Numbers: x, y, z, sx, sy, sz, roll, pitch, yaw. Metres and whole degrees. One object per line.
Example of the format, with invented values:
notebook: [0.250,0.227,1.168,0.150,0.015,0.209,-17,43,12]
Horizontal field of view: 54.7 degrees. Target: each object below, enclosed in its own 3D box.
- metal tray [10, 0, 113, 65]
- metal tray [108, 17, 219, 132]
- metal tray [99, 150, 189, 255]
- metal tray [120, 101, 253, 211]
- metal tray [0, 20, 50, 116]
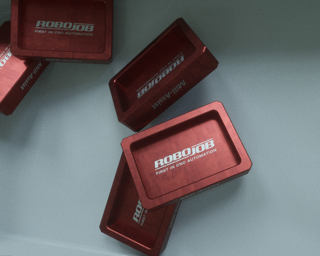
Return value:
metal tray: [-0.131,-0.137,0.424,0.131,0.030,0.089,1,91,-7]
metal tray: [-0.002,-0.066,0.383,0.130,0.030,0.090,-39,42,15]
metal tray: [-0.020,0.093,0.414,0.090,0.030,0.129,20,96,18]
metal tray: [0.029,0.033,0.368,0.131,0.030,0.090,-22,69,1]
metal tray: [-0.224,-0.091,0.456,0.090,0.030,0.130,22,70,16]
